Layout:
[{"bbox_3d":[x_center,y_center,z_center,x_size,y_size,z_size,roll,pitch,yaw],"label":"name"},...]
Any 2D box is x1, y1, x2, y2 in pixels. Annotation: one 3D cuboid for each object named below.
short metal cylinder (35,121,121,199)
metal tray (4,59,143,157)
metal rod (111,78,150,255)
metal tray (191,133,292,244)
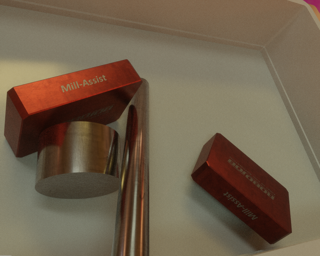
[{"bbox_3d":[-0.079,0.035,0.307,0.081,0.080,0.050,7,59,-25],"label":"short metal cylinder"},{"bbox_3d":[-0.091,-0.022,0.328,0.131,0.090,0.030,-24,75,-37],"label":"metal tray"},{"bbox_3d":[-0.023,0.021,0.303,0.025,0.025,0.300,22,28,-15],"label":"metal rod"},{"bbox_3d":[0.107,0.073,0.398,0.130,0.030,0.090,40,30,-1],"label":"metal tray"}]
